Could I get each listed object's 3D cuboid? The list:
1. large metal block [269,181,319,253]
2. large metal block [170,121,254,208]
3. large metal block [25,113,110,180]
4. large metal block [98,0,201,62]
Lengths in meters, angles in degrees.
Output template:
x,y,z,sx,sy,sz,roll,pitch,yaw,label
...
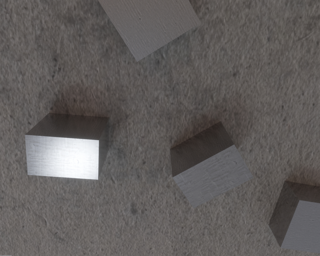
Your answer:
x,y,z,sx,sy,sz,roll,pitch,yaw,label
0.216,0.130,0.447,0.081,0.050,0.079,10,110,-4,large metal block
0.062,0.044,0.398,0.080,0.080,0.050,-30,108,10,large metal block
-0.110,0.020,0.386,0.081,0.080,0.050,4,110,-2,large metal block
-0.012,-0.133,0.347,0.080,0.050,0.080,-30,108,10,large metal block
